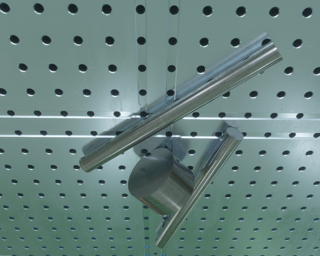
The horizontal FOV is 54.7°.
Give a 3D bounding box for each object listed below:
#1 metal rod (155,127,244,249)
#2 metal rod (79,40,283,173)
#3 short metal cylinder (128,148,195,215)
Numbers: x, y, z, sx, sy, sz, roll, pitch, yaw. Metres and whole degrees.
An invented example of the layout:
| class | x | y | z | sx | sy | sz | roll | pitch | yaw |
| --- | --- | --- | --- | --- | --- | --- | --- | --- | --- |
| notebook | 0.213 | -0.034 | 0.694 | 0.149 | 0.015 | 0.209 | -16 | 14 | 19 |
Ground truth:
| class | x | y | z | sx | sy | sz | roll | pitch | yaw |
| --- | --- | --- | --- | --- | --- | --- | --- | --- | --- |
| metal rod | 0.052 | 0.115 | 0.509 | 0.025 | 0.025 | 0.298 | 15 | 129 | -13 |
| metal rod | 0.010 | -0.016 | 0.398 | 0.300 | 0.025 | 0.025 | -30 | 124 | 23 |
| short metal cylinder | 0.002 | 0.075 | 0.440 | 0.080 | 0.080 | 0.050 | -30 | 124 | 23 |
